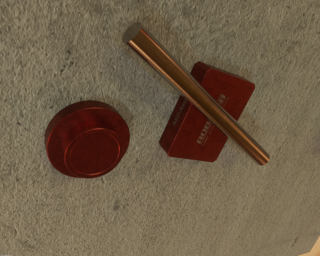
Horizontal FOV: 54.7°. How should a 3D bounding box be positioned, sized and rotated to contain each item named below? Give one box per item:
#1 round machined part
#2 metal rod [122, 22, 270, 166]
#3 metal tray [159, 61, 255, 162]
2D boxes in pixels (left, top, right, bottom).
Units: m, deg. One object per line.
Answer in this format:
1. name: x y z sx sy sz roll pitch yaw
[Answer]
1. round machined part: -0.082 0.020 0.365 0.099 0.042 0.097 -14 125 -21
2. metal rod: 0.066 -0.022 0.391 0.025 0.025 0.301 -49 129 6
3. metal tray: 0.065 -0.017 0.430 0.091 0.030 0.129 11 113 -34
